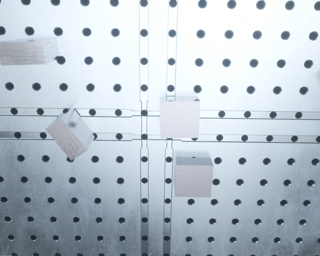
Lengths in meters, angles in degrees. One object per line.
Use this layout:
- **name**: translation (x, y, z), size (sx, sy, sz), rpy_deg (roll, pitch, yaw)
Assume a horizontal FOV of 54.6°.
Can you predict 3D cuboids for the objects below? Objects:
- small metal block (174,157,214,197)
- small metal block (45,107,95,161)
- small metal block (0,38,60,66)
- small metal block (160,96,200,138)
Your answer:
- **small metal block**: translation (0.047, 0.070, 0.439), size (0.050, 0.025, 0.050), rpy_deg (1, 110, -1)
- **small metal block**: translation (-0.114, 0.006, 0.401), size (0.025, 0.050, 0.050), rpy_deg (-31, 107, 11)
- **small metal block**: translation (-0.153, -0.091, 0.365), size (0.050, 0.050, 0.025), rpy_deg (-2, 110, 0)
- **small metal block**: translation (0.025, -0.014, 0.408), size (0.050, 0.025, 0.050), rpy_deg (-1, 110, 0)
